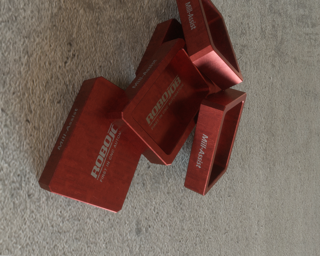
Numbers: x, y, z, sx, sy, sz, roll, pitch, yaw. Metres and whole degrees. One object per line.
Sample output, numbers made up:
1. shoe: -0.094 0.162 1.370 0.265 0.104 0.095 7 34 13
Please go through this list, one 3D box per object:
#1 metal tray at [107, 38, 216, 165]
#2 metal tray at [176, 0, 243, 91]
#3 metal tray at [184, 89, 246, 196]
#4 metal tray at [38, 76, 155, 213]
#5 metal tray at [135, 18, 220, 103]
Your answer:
1. metal tray: 0.008 -0.032 0.373 0.090 0.030 0.130 49 61 -29
2. metal tray: 0.065 -0.125 0.415 0.090 0.030 0.130 29 44 -47
3. metal tray: 0.076 0.017 0.425 0.091 0.030 0.129 -29 133 -53
4. metal tray: -0.065 0.019 0.349 0.090 0.030 0.130 31 71 -36
5. metal tray: 0.036 -0.076 0.435 0.130 0.030 0.090 34 69 -35
